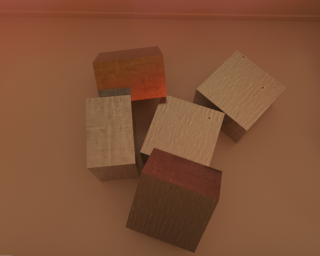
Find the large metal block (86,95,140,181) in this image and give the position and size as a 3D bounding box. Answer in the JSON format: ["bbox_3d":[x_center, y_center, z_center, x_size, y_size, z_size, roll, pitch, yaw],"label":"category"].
[{"bbox_3d":[-0.055,0.015,0.373,0.050,0.080,0.080,-5,70,-2],"label":"large metal block"}]

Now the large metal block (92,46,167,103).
[{"bbox_3d":[-0.037,-0.070,0.398,0.081,0.080,0.050,-7,112,-2],"label":"large metal block"}]

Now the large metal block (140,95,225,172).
[{"bbox_3d":[0.028,0.013,0.391,0.080,0.050,0.080,18,71,6],"label":"large metal block"}]

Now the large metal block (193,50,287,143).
[{"bbox_3d":[0.102,-0.041,0.411,0.080,0.050,0.080,42,75,13],"label":"large metal block"}]

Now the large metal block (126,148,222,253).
[{"bbox_3d":[0.015,0.079,0.343,0.080,0.079,0.050,19,29,5],"label":"large metal block"}]
